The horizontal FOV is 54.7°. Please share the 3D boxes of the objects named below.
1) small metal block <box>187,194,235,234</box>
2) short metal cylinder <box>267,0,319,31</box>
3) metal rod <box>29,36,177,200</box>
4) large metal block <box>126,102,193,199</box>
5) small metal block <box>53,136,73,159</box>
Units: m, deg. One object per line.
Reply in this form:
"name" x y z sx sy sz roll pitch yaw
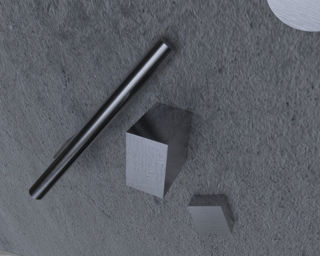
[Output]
"small metal block" 0.074 0.123 0.443 0.050 0.025 0.050 -9 114 32
"short metal cylinder" 0.129 -0.123 0.247 0.080 0.050 0.079 13 124 20
"metal rod" -0.088 0.002 0.405 0.025 0.025 0.299 44 114 -3
"large metal block" 0.000 0.025 0.386 0.050 0.080 0.079 17 125 18
"small metal block" -0.129 0.029 0.474 0.025 0.050 0.050 46 129 -4
